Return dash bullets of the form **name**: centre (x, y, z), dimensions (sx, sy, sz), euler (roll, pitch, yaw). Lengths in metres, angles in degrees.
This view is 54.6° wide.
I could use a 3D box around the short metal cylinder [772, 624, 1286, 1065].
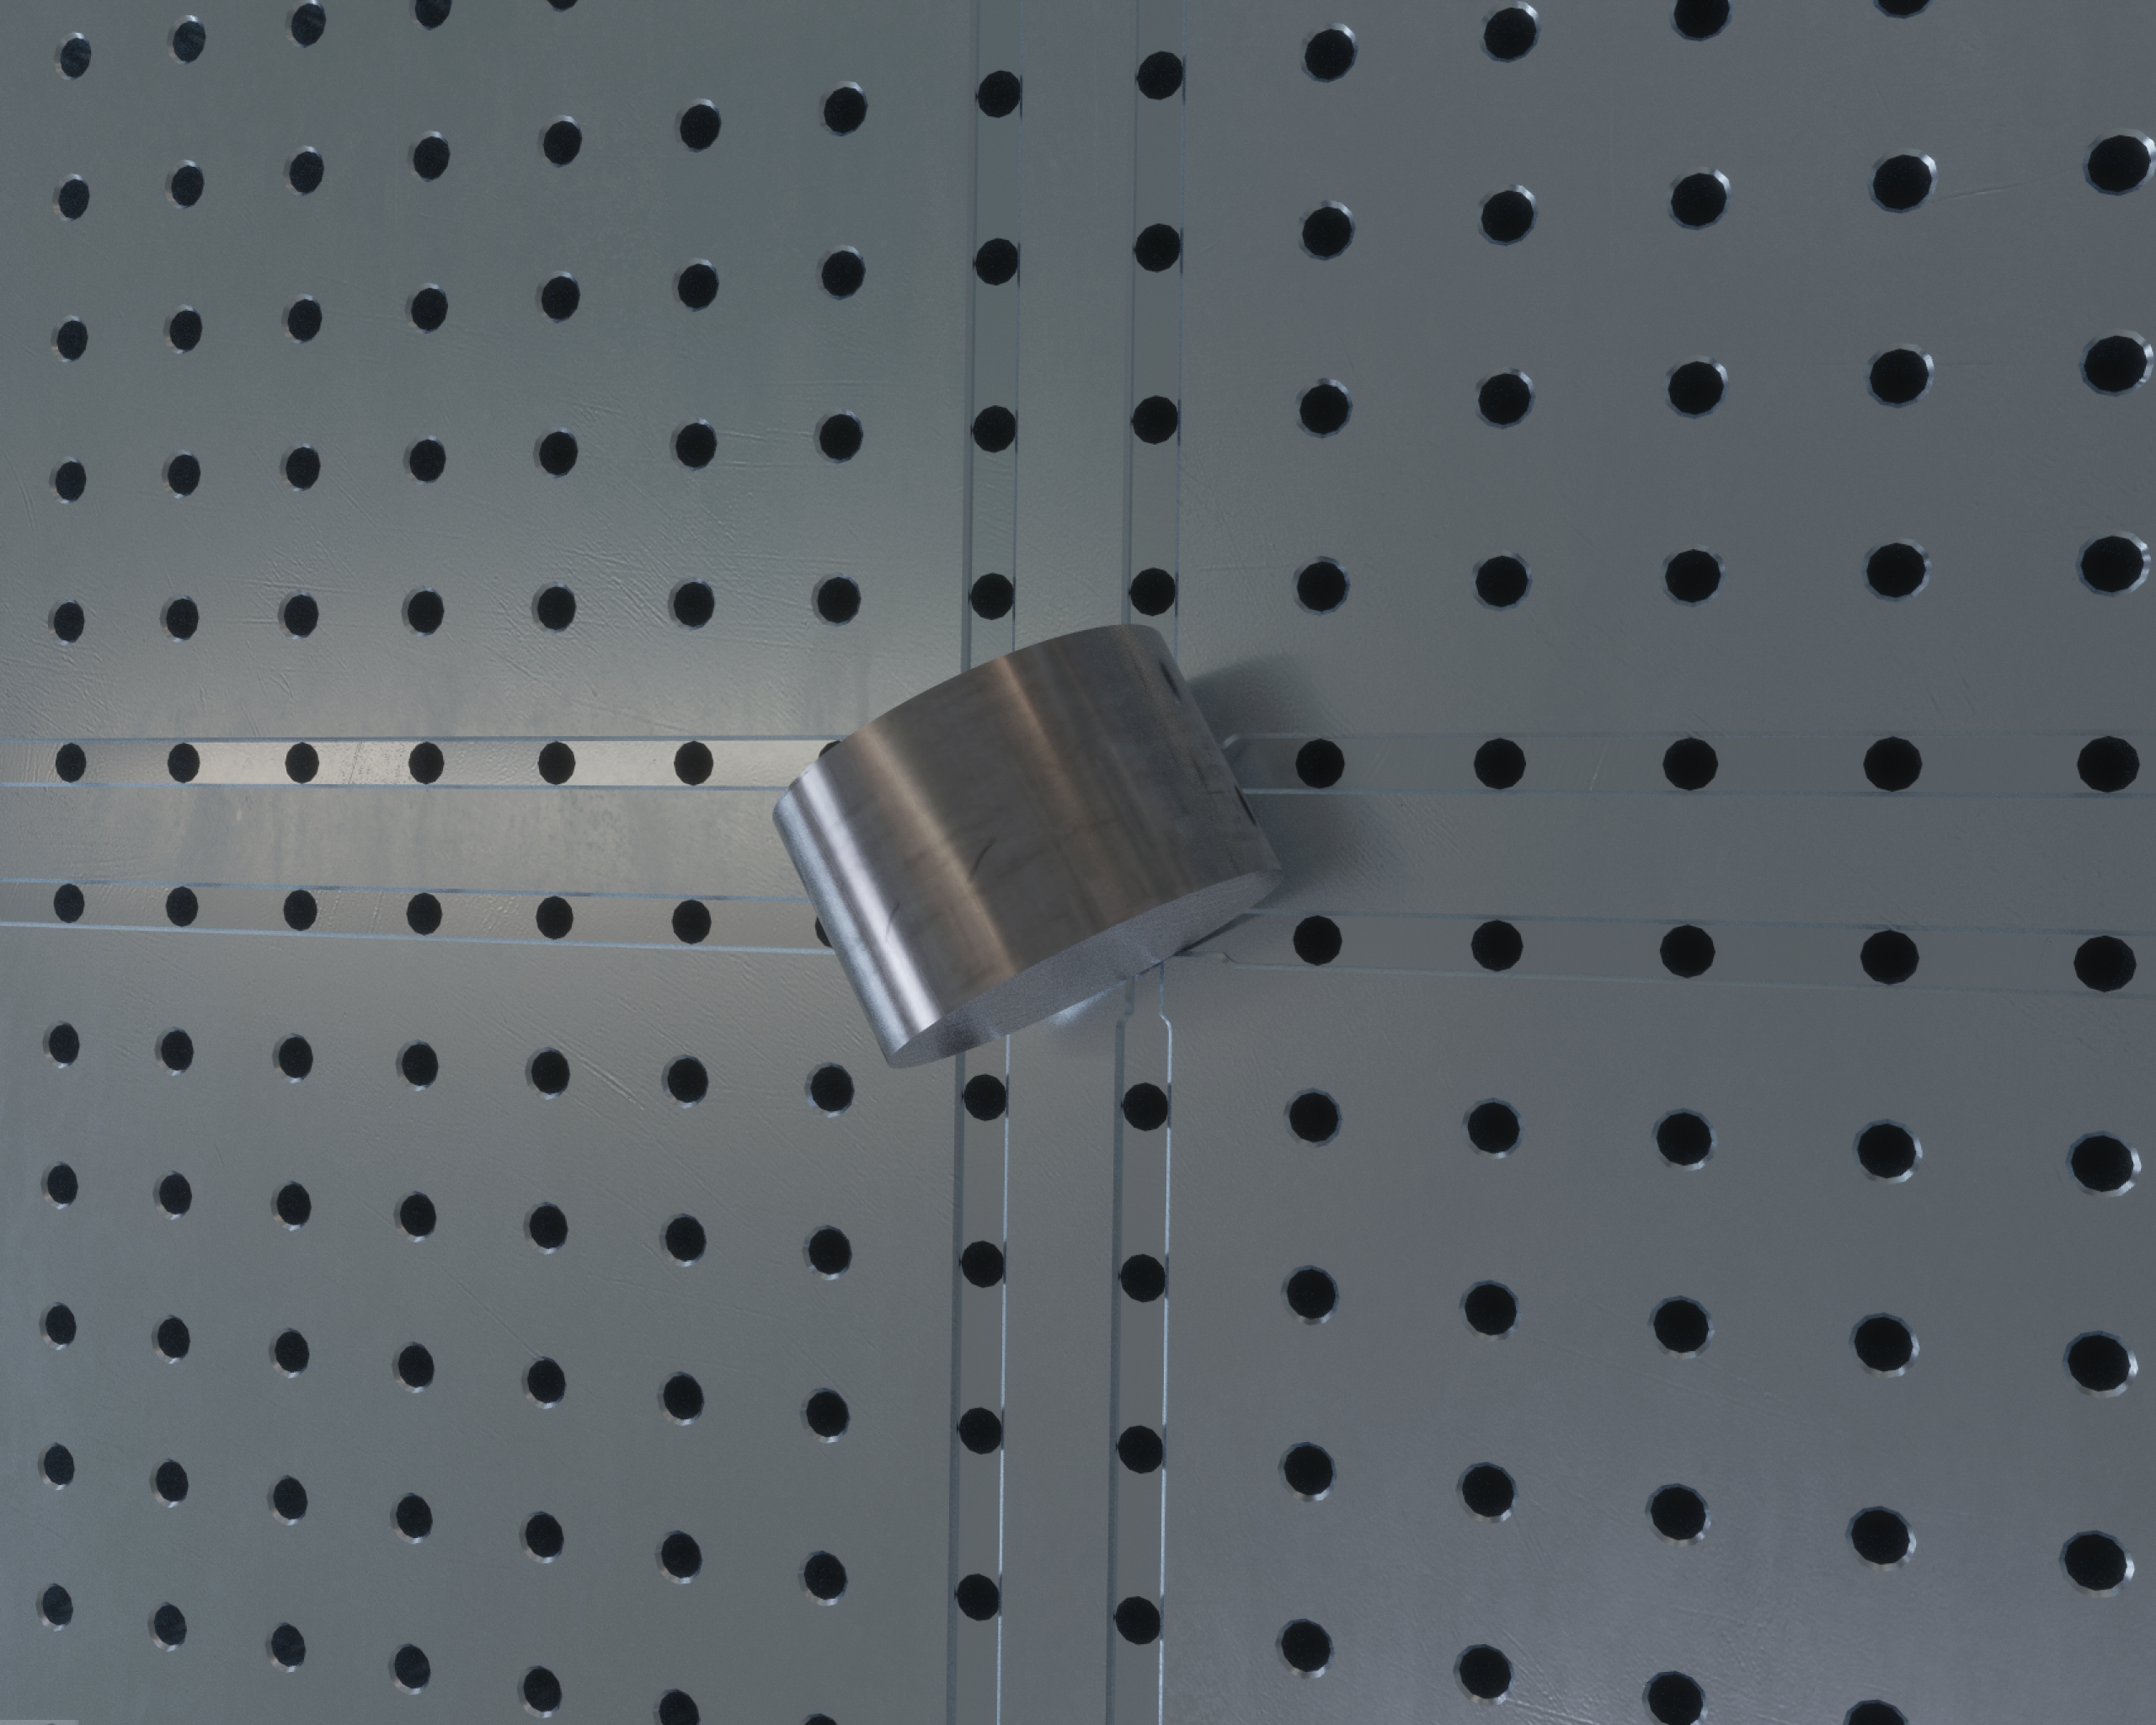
- **short metal cylinder**: centre (-0.009, -0.002, 0.386), dimensions (0.080, 0.080, 0.050), euler (-30, 80, 18)
